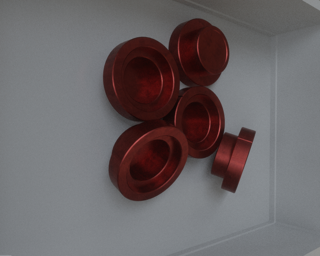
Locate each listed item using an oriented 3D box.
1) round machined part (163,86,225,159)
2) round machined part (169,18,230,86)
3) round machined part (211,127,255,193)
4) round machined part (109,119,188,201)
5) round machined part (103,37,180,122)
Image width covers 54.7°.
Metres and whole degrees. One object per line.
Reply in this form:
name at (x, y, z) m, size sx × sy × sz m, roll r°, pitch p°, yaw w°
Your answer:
round machined part at (0.043, -0.008, 0.431) m, size 0.099 × 0.042 × 0.097 m, roll 0°, pitch 90°, yaw -40°
round machined part at (0.063, -0.109, 0.448) m, size 0.099 × 0.042 × 0.097 m, roll 0°, pitch 90°, yaw -40°
round machined part at (0.107, 0.044, 0.465) m, size 0.098 × 0.042 × 0.098 m, roll 18°, pitch 91°, yaw -74°
round machined part at (-0.017, 0.034, 0.365) m, size 0.099 × 0.042 × 0.097 m, roll -21°, pitch 128°, yaw -30°
round machined part at (-0.026, -0.056, 0.374) m, size 0.099 × 0.042 × 0.097 m, roll 0°, pitch 90°, yaw -40°
